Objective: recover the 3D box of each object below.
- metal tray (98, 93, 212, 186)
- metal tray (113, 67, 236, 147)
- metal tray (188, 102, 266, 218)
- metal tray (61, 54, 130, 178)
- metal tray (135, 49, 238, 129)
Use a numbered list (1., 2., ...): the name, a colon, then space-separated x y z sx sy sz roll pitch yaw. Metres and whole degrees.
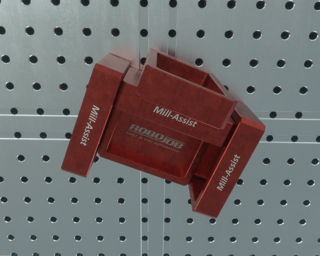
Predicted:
1. metal tray: -0.006 0.015 0.415 0.131 0.030 0.089 21 109 -8
2. metal tray: 0.016 -0.028 0.368 0.131 0.090 0.030 20 109 -8
3. metal tray: 0.077 0.035 0.391 0.030 0.090 0.129 21 109 -7
4. metal tray: -0.075 -0.018 0.371 0.030 0.090 0.129 20 109 -8
5. metal tray: 0.024 -0.048 0.339 0.090 0.130 0.030 21 109 -8
